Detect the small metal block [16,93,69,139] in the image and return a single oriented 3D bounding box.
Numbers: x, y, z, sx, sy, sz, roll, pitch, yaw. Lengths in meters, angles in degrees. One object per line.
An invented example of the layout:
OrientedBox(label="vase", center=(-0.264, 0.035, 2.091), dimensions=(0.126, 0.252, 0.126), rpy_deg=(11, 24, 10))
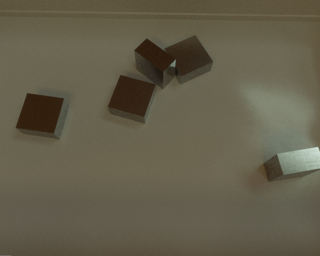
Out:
OrientedBox(label="small metal block", center=(-0.155, -0.016, 0.413), dimensions=(0.050, 0.025, 0.050), rpy_deg=(8, 70, 2))

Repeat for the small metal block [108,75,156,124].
OrientedBox(label="small metal block", center=(-0.037, -0.039, 0.424), dimensions=(0.050, 0.025, 0.050), rpy_deg=(16, 71, 5))

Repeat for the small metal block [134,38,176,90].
OrientedBox(label="small metal block", center=(-0.007, -0.087, 0.428), dimensions=(0.050, 0.050, 0.025), rpy_deg=(38, 75, 12))

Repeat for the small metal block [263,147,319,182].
OrientedBox(label="small metal block", center=(0.163, 0.046, 0.382), dimensions=(0.050, 0.050, 0.025), rpy_deg=(-9, 71, -4))

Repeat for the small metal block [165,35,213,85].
OrientedBox(label="small metal block", center=(0.040, -0.098, 0.446), dimensions=(0.050, 0.025, 0.050), rpy_deg=(-26, 72, -10))
